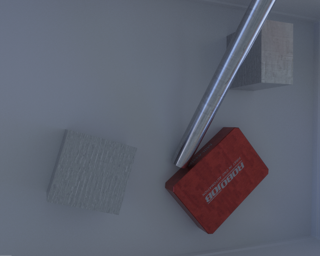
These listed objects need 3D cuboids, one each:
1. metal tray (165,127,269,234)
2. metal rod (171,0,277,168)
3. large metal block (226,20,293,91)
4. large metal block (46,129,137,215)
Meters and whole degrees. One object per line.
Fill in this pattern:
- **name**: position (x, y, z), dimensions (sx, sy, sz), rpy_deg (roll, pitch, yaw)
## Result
- **metal tray**: position (0.083, 0.071, 0.440), dimensions (0.130, 0.030, 0.090), rpy_deg (-42, 104, -16)
- **metal rod**: position (0.086, -0.079, 0.374), dimensions (0.025, 0.025, 0.298), rpy_deg (18, 111, -20)
- **large metal block**: position (0.137, -0.097, 0.433), dimensions (0.050, 0.080, 0.079), rpy_deg (0, 90, -20)
- **large metal block**: position (-0.082, 0.051, 0.368), dimensions (0.081, 0.050, 0.080), rpy_deg (17, 84, -20)
